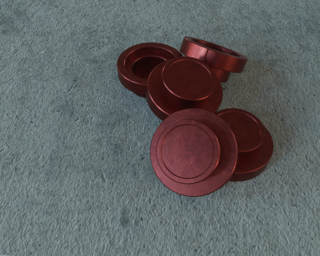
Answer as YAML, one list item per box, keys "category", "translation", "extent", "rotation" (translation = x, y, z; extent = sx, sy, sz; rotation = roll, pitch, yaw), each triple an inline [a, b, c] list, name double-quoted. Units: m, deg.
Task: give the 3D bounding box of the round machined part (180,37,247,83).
- category: "round machined part"
  translation: [0.075, -0.100, 0.460]
  extent: [0.099, 0.042, 0.098]
  rotation: [16, 23, -7]

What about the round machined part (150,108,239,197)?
- category: "round machined part"
  translation: [0.035, 0.026, 0.339]
  extent: [0.098, 0.042, 0.097]
  rotation: [-2, 83, 19]

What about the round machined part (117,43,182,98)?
- category: "round machined part"
  translation: [-0.013, -0.082, 0.462]
  extent: [0.099, 0.042, 0.098]
  rotation: [0, 50, 0]

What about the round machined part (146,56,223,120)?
- category: "round machined part"
  translation: [0.033, -0.052, 0.395]
  extent: [0.099, 0.042, 0.098]
  rotation: [4, 60, -7]

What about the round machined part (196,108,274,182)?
- category: "round machined part"
  translation: [0.091, 0.013, 0.383]
  extent: [0.099, 0.042, 0.098]
  rotation: [0, 50, 0]
